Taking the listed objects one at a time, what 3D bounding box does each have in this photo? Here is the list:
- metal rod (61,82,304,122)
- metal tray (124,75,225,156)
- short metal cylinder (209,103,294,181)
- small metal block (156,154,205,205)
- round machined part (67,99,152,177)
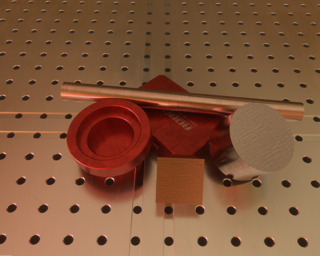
[{"bbox_3d":[0.025,-0.034,0.395,0.302,0.025,0.025,5,50,4],"label":"metal rod"},{"bbox_3d":[0.015,-0.012,0.416,0.091,0.030,0.130,-36,59,-27],"label":"metal tray"},{"bbox_3d":[0.105,0.017,0.358,0.081,0.050,0.080,6,68,-16],"label":"short metal cylinder"},{"bbox_3d":[0.022,0.056,0.343,0.050,0.025,0.050,2,93,1],"label":"small metal block"},{"bbox_3d":[-0.058,0.015,0.377,0.099,0.042,0.098,-2,56,4],"label":"round machined part"}]
